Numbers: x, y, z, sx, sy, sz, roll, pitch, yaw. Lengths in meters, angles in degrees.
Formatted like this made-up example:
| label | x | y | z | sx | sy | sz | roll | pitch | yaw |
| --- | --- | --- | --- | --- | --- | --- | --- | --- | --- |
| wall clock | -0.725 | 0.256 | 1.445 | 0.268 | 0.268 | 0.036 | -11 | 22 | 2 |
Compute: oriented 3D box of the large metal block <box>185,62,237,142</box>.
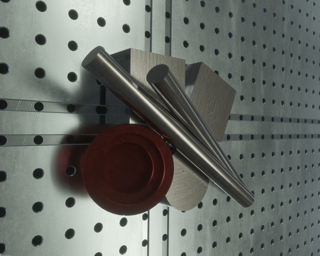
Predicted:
| label | x | y | z | sx | sy | sz | roll | pitch | yaw |
| --- | --- | --- | --- | --- | --- | --- | --- | --- | --- |
| large metal block | 0.054 | -0.033 | 0.432 | 0.080 | 0.050 | 0.080 | 31 | 71 | -36 |

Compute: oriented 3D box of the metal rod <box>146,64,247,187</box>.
| label | x | y | z | sx | sy | sz | roll | pitch | yaw |
| --- | --- | --- | --- | --- | --- | --- | --- | --- | --- |
| metal rod | 0.067 | 0.026 | 0.412 | 0.300 | 0.025 | 0.025 | 49 | 60 | -45 |

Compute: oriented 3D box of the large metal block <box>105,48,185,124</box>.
| label | x | y | z | sx | sy | sz | roll | pitch | yaw |
| --- | --- | --- | --- | --- | --- | --- | --- | --- | --- |
| large metal block | -0.017 | -0.044 | 0.370 | 0.081 | 0.050 | 0.079 | 1 | 90 | -40 |

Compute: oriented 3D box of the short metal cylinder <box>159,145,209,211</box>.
| label | x | y | z | sx | sy | sz | roll | pitch | yaw |
| --- | --- | --- | --- | --- | --- | --- | --- | --- | --- |
| short metal cylinder | 0.019 | 0.062 | 0.403 | 0.081 | 0.050 | 0.079 | 0 | 90 | -40 |

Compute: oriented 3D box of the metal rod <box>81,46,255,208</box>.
| label | x | y | z | sx | sy | sz | roll | pitch | yaw |
| --- | --- | --- | --- | --- | --- | --- | --- | --- | --- |
| metal rod | 0.031 | 0.019 | 0.364 | 0.300 | 0.025 | 0.025 | 42 | 65 | -33 |

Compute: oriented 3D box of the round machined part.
| label | x | y | z | sx | sy | sz | roll | pitch | yaw |
| --- | --- | --- | --- | --- | --- | --- | --- | --- | --- |
| round machined part | -0.037 | 0.045 | 0.348 | 0.099 | 0.042 | 0.097 | 1 | 87 | -17 |
